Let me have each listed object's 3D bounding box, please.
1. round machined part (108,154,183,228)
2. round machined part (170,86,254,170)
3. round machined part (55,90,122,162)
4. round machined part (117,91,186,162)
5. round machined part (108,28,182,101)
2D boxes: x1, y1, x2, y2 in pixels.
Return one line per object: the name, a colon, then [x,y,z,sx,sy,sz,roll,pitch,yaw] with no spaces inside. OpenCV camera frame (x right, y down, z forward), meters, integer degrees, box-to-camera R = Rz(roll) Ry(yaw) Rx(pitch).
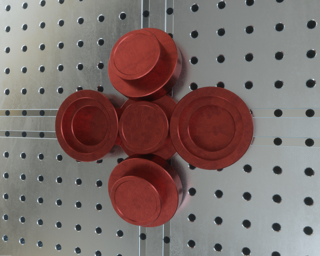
round machined part: [-0.024,0.085,0.399,0.098,0.042,0.097,5,106,18]
round machined part: [0.065,0.000,0.380,0.098,0.042,0.097,0,90,19]
round machined part: [-0.093,-0.003,0.435,0.098,0.042,0.097,0,90,19]
round machined part: [-0.015,-0.001,0.407,0.098,0.042,0.097,0,90,19]
round machined part: [-0.025,-0.086,0.399,0.098,0.042,0.098,-5,74,20]
